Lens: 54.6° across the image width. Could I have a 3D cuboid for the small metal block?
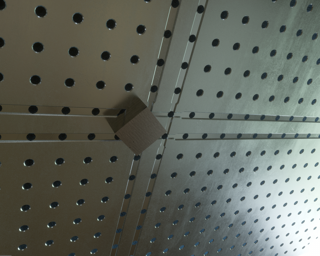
[{"bbox_3d":[-0.028,0.000,0.395,0.050,0.025,0.050,-39,129,-2],"label":"small metal block"}]
